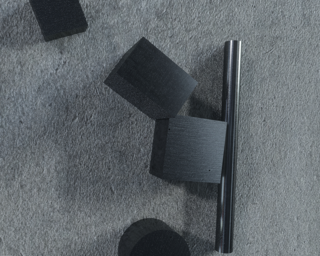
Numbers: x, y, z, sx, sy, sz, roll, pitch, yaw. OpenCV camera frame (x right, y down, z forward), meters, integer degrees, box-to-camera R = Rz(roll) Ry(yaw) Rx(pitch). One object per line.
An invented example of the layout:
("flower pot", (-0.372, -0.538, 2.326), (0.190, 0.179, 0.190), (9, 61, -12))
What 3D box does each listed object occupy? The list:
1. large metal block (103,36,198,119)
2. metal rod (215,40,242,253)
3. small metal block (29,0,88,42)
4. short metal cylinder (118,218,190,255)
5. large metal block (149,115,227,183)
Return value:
("large metal block", (-0.014, -0.055, 0.375), (0.080, 0.080, 0.050), (37, 78, -17))
("metal rod", (0.099, 0.026, 0.445), (0.025, 0.025, 0.298), (3, 89, -20))
("small metal block", (-0.119, -0.135, 0.365), (0.050, 0.025, 0.050), (-22, 98, -19))
("short metal cylinder", (-0.009, 0.161, 0.393), (0.081, 0.050, 0.080), (0, 90, -20))
("large metal block", (0.036, 0.027, 0.409), (0.081, 0.050, 0.080), (8, 88, -20))
